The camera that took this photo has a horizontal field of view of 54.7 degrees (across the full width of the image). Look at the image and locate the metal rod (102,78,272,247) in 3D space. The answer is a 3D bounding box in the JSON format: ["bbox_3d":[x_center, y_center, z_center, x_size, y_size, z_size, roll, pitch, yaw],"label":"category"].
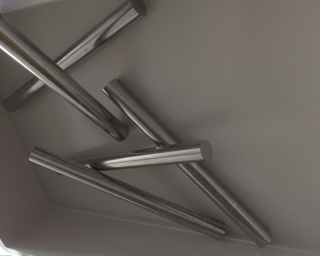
[{"bbox_3d":[0.039,0.049,0.417,0.300,0.025,0.025,45,129,-4],"label":"metal rod"}]

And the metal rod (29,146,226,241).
[{"bbox_3d":[-0.047,0.096,0.457,0.301,0.025,0.025,23,128,0],"label":"metal rod"}]

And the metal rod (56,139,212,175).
[{"bbox_3d":[-0.061,0.048,0.446,0.300,0.025,0.025,-11,113,40],"label":"metal rod"}]

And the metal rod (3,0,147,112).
[{"bbox_3d":[-0.135,-0.085,0.424,0.299,0.025,0.025,-23,106,36],"label":"metal rod"}]

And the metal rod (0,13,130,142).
[{"bbox_3d":[-0.122,-0.062,0.330,0.025,0.025,0.300,-3,151,29],"label":"metal rod"}]
